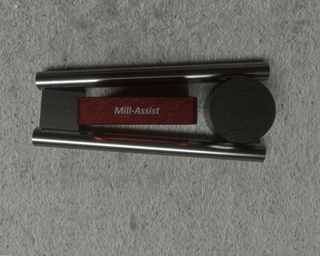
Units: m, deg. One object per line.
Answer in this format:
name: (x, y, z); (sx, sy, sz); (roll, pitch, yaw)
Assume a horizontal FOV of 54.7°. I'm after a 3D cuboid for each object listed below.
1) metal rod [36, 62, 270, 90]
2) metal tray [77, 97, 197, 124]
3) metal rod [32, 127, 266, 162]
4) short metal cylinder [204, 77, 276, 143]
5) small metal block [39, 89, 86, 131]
metal rod: (-0.009, -0.069, 0.411); (0.302, 0.025, 0.025); (-3, 90, 0)
metal tray: (-0.024, -0.019, 0.377); (0.131, 0.090, 0.030); (0, 90, 0)
metal rod: (-0.014, 0.022, 0.411); (0.302, 0.025, 0.025); (4, 90, 0)
short metal cylinder: (0.100, -0.022, 0.399); (0.081, 0.050, 0.079); (0, 90, 0)
small metal block: (-0.128, -0.023, 0.411); (0.050, 0.025, 0.050); (4, 90, 0)
